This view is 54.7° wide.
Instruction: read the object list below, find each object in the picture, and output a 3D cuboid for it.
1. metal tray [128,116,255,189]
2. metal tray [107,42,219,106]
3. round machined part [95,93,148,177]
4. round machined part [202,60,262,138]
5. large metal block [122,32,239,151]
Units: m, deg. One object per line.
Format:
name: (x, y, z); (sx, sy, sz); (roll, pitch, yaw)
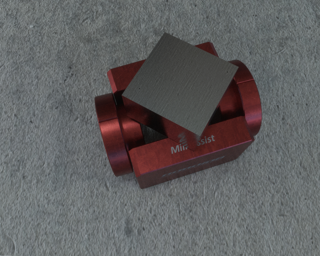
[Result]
metal tray: (0.034, 0.032, 0.362); (0.131, 0.090, 0.030); (-17, 71, -6)
metal tray: (0.005, -0.057, 0.397); (0.131, 0.090, 0.030); (-17, 71, -7)
round machined part: (-0.043, 0.005, 0.368); (0.042, 0.098, 0.098); (-15, 71, -5)
round machined part: (0.083, -0.032, 0.383); (0.042, 0.098, 0.098); (-15, 71, -5)
large metal block: (0.020, -0.036, 0.311); (0.080, 0.050, 0.080); (28, 72, 9)
